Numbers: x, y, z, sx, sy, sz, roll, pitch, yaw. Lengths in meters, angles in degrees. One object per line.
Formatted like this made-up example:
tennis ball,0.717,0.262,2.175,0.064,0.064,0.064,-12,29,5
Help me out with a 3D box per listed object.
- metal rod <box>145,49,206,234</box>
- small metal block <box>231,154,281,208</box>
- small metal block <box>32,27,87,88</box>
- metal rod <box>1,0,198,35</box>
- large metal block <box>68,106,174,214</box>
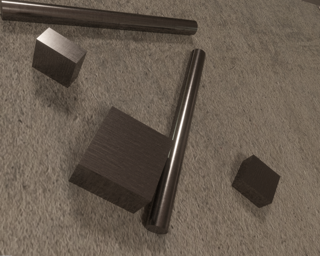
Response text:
metal rod,0.030,-0.006,0.424,0.025,0.025,0.300,26,52,-13
small metal block,0.135,0.074,0.434,0.050,0.025,0.050,39,51,-2
small metal block,-0.122,-0.083,0.374,0.050,0.050,0.025,32,52,-8
metal rod,-0.070,-0.163,0.466,0.303,0.025,0.025,-6,65,-31
large metal block,-0.041,0.036,0.345,0.080,0.050,0.080,30,52,-10
